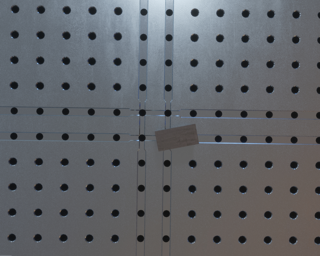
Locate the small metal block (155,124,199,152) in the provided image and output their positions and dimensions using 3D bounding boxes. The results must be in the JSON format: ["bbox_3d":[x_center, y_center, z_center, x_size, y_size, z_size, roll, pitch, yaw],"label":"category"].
[{"bbox_3d":[0.021,0.012,0.401,0.050,0.050,0.025,-11,90,0],"label":"small metal block"}]
